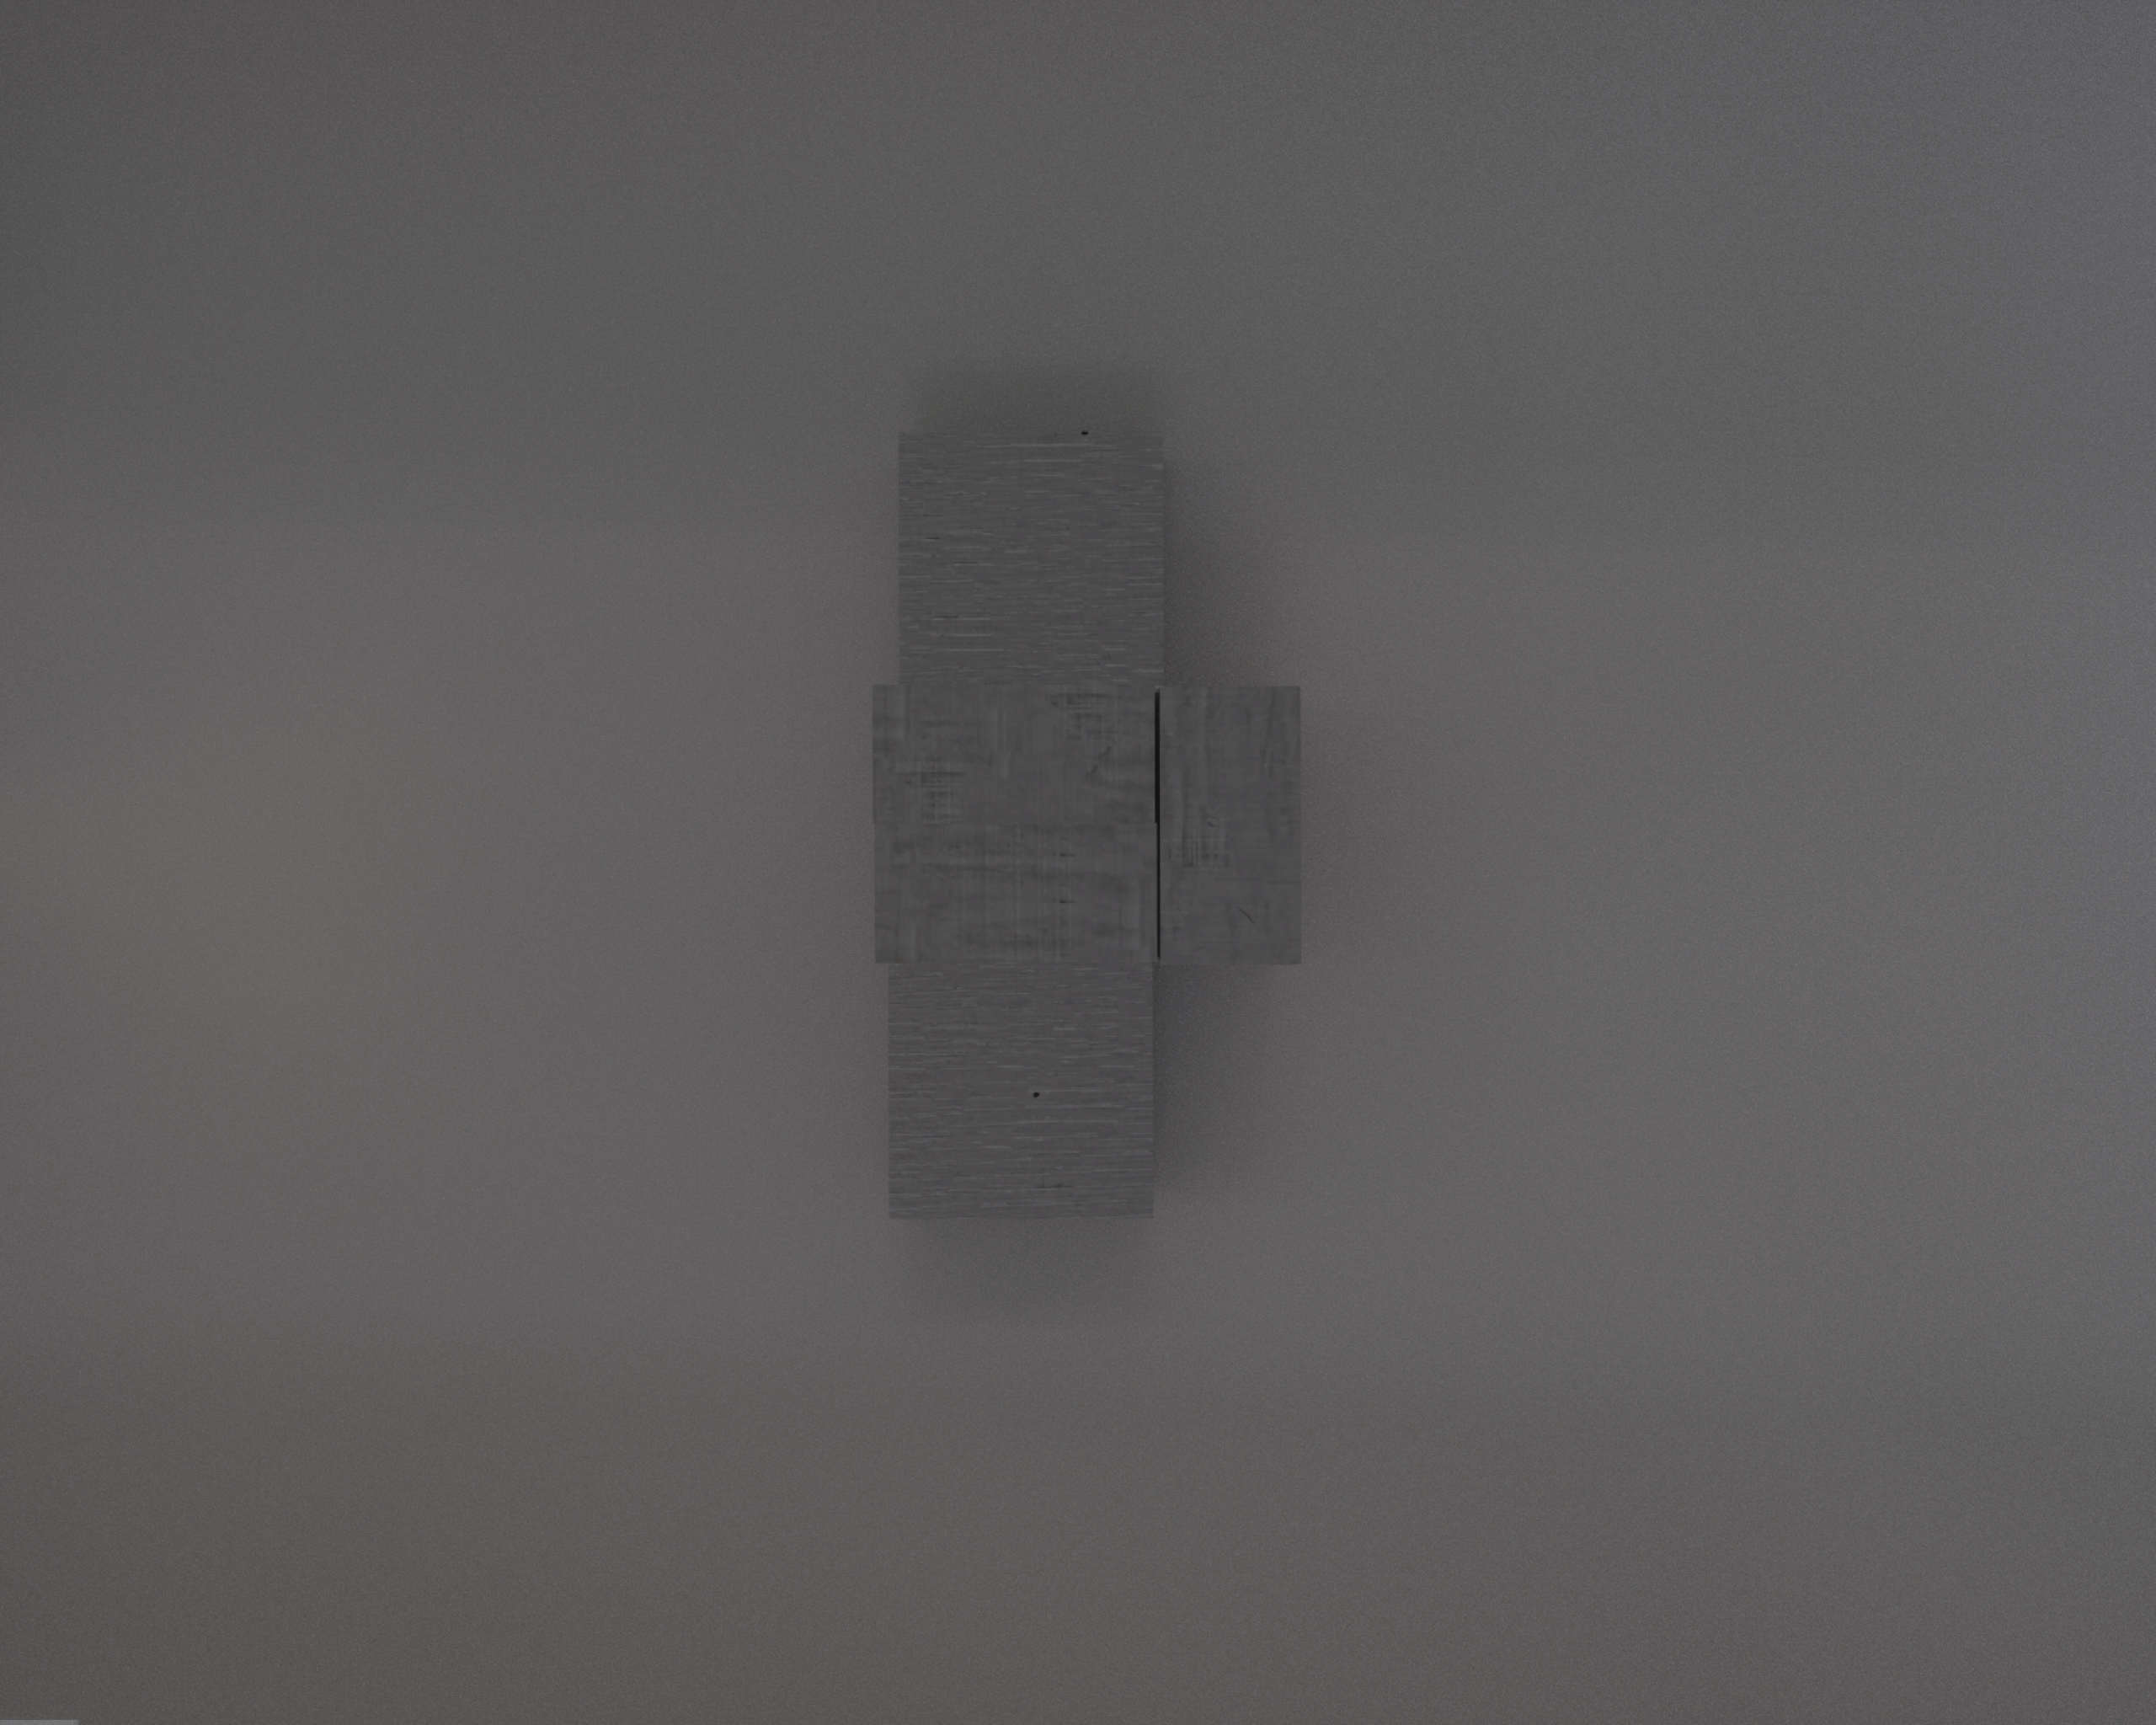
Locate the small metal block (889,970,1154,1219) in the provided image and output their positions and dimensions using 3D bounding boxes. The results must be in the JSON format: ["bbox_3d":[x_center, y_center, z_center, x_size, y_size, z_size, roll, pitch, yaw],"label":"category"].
[{"bbox_3d":[-0.011,0.043,0.409,0.050,0.025,0.050,0,90,0],"label":"small metal block"}]

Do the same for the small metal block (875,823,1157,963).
[{"bbox_3d":[-0.011,0.005,0.397,0.050,0.050,0.025,0,90,0],"label":"small metal block"}]

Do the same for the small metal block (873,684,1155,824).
[{"bbox_3d":[-0.011,-0.019,0.397,0.050,0.050,0.025,0,90,0],"label":"small metal block"}]

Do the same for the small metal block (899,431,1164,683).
[{"bbox_3d":[-0.009,-0.057,0.409,0.050,0.025,0.050,0,90,0],"label":"small metal block"}]

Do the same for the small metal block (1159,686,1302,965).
[{"bbox_3d":[0.027,-0.007,0.397,0.025,0.050,0.050,0,90,0],"label":"small metal block"}]
